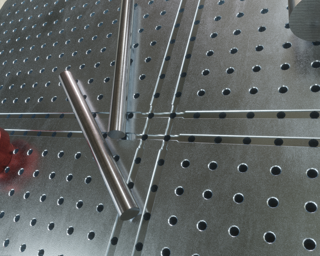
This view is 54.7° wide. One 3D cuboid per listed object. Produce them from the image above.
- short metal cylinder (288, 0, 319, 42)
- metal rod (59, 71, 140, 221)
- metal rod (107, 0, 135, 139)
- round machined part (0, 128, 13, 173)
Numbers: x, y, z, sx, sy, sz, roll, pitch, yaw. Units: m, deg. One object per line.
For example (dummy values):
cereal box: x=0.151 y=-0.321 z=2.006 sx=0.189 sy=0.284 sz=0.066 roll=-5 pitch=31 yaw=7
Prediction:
short metal cylinder: x=0.193 y=-0.148 z=0.362 sx=0.080 sy=0.080 sz=0.050 roll=-4 pitch=60 yaw=26
metal rod: x=-0.101 y=0.005 z=0.458 sx=0.025 sy=0.025 sz=0.300 roll=-37 pitch=51 yaw=3
metal rod: x=-0.061 y=-0.118 z=0.513 sx=0.025 sy=0.025 sz=0.299 roll=-13 pitch=56 yaw=21
round machined part: x=-0.291 y=0.045 z=0.523 sx=0.098 sy=0.042 sz=0.098 roll=-13 pitch=56 yaw=21
